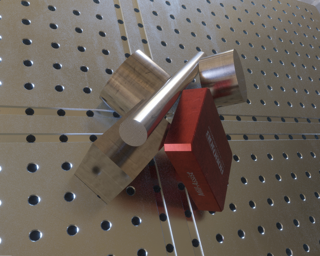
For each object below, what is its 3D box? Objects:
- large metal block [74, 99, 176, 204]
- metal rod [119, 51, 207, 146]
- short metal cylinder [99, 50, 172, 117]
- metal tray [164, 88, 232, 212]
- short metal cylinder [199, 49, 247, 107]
[{"bbox_3d":[-0.038,0.026,0.337,0.050,0.080,0.080,43,51,1],"label":"large metal block"},{"bbox_3d":[0.023,-0.056,0.387,0.025,0.025,0.301,40,30,-2],"label":"metal rod"},{"bbox_3d":[-0.030,-0.051,0.388,0.050,0.080,0.080,40,51,-2],"label":"short metal cylinder"},{"bbox_3d":[0.052,0.028,0.366,0.130,0.030,0.090,61,37,-41],"label":"metal tray"},{"bbox_3d":[0.096,-0.073,0.465,0.080,0.050,0.080,40,45,-55],"label":"short metal cylinder"}]
